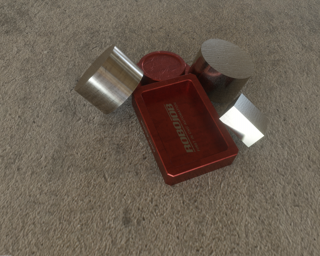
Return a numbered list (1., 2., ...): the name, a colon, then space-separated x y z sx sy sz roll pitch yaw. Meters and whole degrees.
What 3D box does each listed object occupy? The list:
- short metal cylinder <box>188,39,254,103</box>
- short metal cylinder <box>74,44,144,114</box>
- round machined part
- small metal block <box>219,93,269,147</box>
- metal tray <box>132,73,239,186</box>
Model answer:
1. short metal cylinder: 0.086 -0.082 0.445 0.081 0.050 0.080 11 50 -14
2. short metal cylinder: -0.068 -0.065 0.414 0.050 0.080 0.080 41 48 -24
3. round machined part: 0.003 -0.078 0.460 0.099 0.042 0.098 0 50 0
4. small metal block: 0.108 -0.011 0.392 0.050 0.025 0.050 45 34 1
5. metal tray: 0.027 -0.003 0.390 0.091 0.030 0.130 -17 62 -14
